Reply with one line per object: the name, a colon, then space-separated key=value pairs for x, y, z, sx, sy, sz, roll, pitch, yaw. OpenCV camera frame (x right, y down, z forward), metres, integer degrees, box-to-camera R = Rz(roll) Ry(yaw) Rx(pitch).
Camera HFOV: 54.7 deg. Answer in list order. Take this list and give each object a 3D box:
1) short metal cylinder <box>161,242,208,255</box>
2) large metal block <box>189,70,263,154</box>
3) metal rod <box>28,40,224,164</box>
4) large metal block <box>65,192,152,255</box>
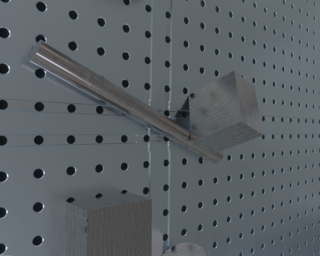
short metal cylinder: x=0.036 y=0.199 z=0.404 sx=0.080 sy=0.080 sz=0.050 roll=-46 pitch=118 yaw=-30
large metal block: x=0.089 y=-0.020 z=0.431 sx=0.050 sy=0.080 sz=0.080 roll=27 pitch=51 yaw=-37
metal rod: x=-0.017 y=-0.016 z=0.394 sx=0.301 sy=0.025 sz=0.025 roll=30 pitch=72 yaw=-36
large metal block: x=-0.056 y=0.120 z=0.346 sx=0.081 sy=0.050 sz=0.080 roll=0 pitch=90 yaw=-40
